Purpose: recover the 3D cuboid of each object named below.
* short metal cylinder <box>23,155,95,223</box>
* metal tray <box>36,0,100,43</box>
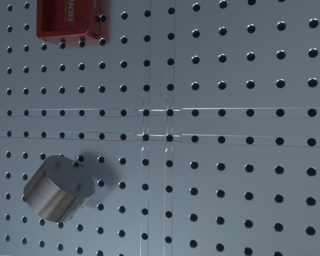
[{"bbox_3d":[-0.139,0.084,0.432,0.080,0.080,0.050,44,104,14],"label":"short metal cylinder"},{"bbox_3d":[-0.135,-0.196,0.457,0.090,0.030,0.129,1,90,19],"label":"metal tray"}]
